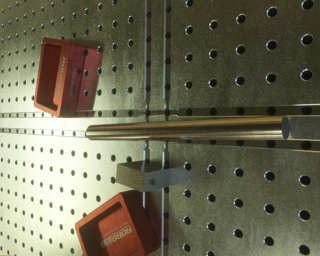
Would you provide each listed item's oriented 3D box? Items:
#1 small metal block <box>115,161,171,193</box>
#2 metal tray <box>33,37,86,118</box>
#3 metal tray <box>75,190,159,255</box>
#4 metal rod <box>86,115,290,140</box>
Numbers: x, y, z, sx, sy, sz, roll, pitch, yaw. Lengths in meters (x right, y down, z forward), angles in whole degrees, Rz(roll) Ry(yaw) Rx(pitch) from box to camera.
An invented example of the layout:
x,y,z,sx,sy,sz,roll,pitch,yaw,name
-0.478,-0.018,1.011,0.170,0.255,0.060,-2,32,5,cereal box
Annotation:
x,y,z,sx,sy,sz,roll,pitch,yaw,name
-0.022,0.062,0.409,0.050,0.050,0.025,11,97,39,small metal block
-0.181,-0.090,0.551,0.090,0.030,0.129,20,103,38,metal tray
-0.069,0.159,0.460,0.130,0.030,0.090,-39,67,33,metal tray
0.008,0.003,0.400,0.300,0.025,0.025,-2,89,39,metal rod
